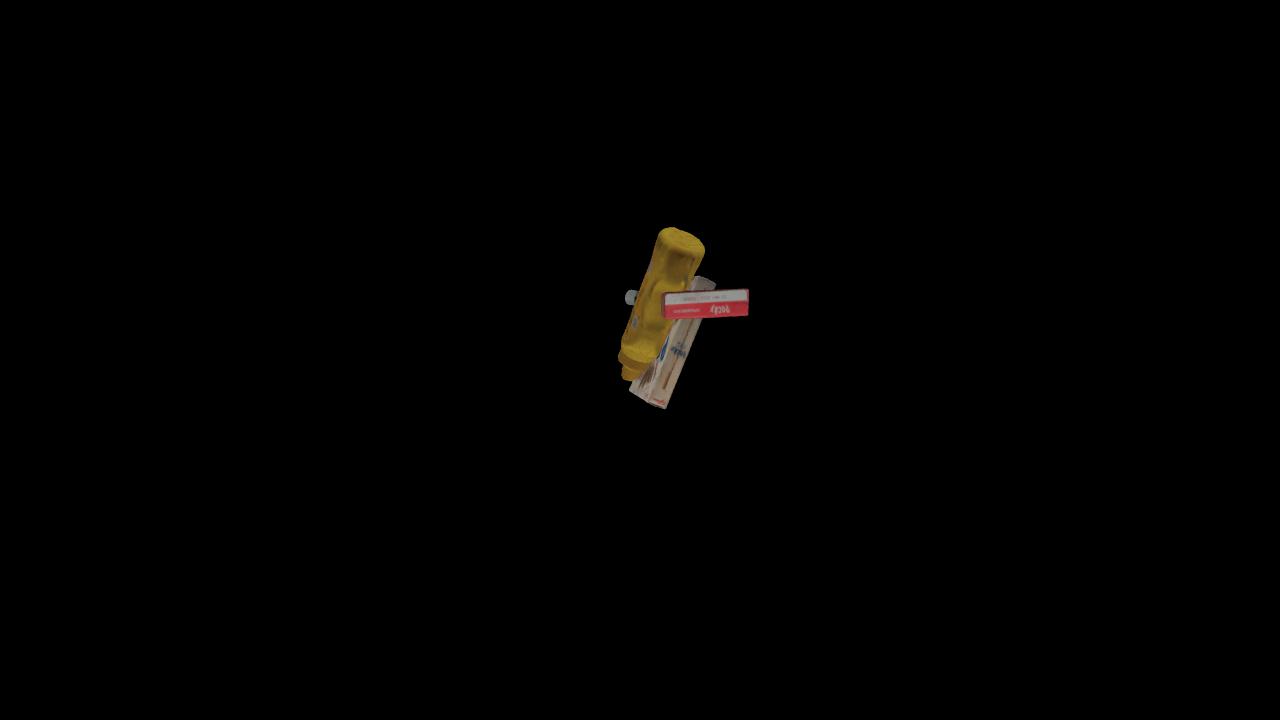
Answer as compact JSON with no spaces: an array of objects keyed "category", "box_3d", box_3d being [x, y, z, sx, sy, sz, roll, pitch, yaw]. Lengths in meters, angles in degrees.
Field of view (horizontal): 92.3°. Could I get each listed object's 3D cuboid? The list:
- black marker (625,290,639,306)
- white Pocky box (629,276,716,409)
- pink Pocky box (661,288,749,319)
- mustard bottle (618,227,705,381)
[{"category":"black marker","box_3d":[0.034,-0.067,0.722,0.121,0.020,0.020,13,8,37]},{"category":"white Pocky box","box_3d":[0.037,-0.023,0.720,0.028,0.154,0.084,23,0,-17]},{"category":"pink Pocky box","box_3d":[0.064,-0.061,0.670,0.084,0.029,0.155,-2,5,-1]},{"category":"mustard bottle","box_3d":[0.016,-0.055,0.705,0.054,0.184,0.092,17,25,-12]}]
